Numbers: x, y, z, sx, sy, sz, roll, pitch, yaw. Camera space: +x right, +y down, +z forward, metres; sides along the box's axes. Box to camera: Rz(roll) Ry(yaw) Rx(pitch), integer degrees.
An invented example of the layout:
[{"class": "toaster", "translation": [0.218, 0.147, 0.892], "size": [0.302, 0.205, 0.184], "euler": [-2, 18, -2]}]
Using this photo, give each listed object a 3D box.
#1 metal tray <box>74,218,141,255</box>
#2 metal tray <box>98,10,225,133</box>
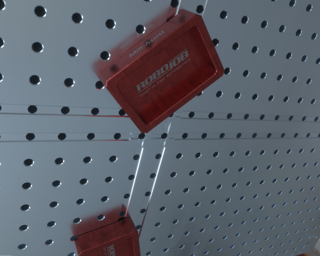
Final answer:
[{"class": "metal tray", "translation": [-0.078, 0.212, 0.496], "size": [0.091, 0.030, 0.129], "euler": [-15, 125, -20]}, {"class": "metal tray", "translation": [0.006, -0.065, 0.370], "size": [0.130, 0.030, 0.090], "euler": [-37, 129, -3]}]
